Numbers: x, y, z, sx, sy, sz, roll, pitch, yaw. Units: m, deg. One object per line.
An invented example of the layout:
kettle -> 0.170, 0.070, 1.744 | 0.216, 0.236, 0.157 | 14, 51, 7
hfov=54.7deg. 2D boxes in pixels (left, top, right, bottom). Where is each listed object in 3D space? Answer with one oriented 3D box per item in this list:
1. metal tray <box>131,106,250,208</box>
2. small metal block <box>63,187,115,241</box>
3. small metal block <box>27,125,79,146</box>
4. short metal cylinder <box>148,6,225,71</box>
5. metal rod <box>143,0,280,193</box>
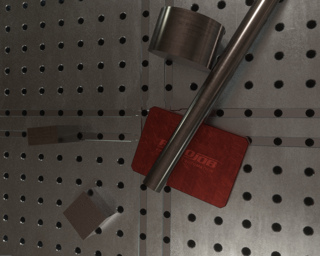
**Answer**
metal tray -> 0.037, 0.034, 0.396 | 0.130, 0.030, 0.089 | 20, 97, 18
small metal block -> -0.103, 0.123, 0.448 | 0.050, 0.025, 0.050 | -46, 76, 14
small metal block -> -0.155, 0.011, 0.452 | 0.050, 0.050, 0.025 | -5, 89, 19
short metal cylinder -> 0.031, -0.105, 0.372 | 0.080, 0.080, 0.050 | 21, 97, 18
metal rod -> 0.069, -0.057, 0.364 | 0.025, 0.025, 0.299 | 32, 91, 17
